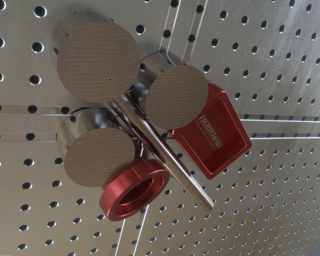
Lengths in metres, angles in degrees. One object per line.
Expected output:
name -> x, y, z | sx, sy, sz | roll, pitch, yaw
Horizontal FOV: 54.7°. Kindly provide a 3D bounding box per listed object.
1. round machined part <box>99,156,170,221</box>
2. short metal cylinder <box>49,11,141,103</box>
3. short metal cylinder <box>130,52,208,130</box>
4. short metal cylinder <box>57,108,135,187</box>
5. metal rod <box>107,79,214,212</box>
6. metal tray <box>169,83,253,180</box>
round machined part -> -0.038, 0.075, 0.412 | 0.099, 0.042, 0.098 | -32, 151, -20
short metal cylinder -> -0.067, -0.072, 0.314 | 0.081, 0.050, 0.079 | -14, 124, -21
short metal cylinder -> 0.010, -0.045, 0.372 | 0.081, 0.050, 0.079 | -14, 124, -21
short metal cylinder -> -0.076, 0.023, 0.367 | 0.081, 0.050, 0.079 | -14, 124, -21
metal rod -> 0.011, 0.043, 0.444 | 0.025, 0.025, 0.300 | -39, 129, -2
metal tray -> 0.074, 0.009, 0.453 | 0.090, 0.030, 0.130 | -39, 130, -1
